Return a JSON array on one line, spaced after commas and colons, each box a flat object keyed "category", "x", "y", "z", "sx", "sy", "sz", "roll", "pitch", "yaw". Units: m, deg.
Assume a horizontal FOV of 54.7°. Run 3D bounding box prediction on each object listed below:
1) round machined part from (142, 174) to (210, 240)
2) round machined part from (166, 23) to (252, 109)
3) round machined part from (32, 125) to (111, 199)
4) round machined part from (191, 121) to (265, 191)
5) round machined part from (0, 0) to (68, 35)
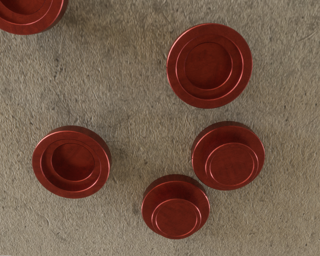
[{"category": "round machined part", "x": 0.023, "y": 0.119, "z": 0.445, "sx": 0.099, "sy": 0.042, "sz": 0.097, "roll": 0, "pitch": 110, "yaw": 0}, {"category": "round machined part", "x": 0.056, "y": -0.076, "z": 0.373, "sx": 0.099, "sy": 0.042, "sz": 0.097, "roll": 0, "pitch": 110, "yaw": 0}, {"category": "round machined part", "x": -0.114, "y": 0.042, "z": 0.415, "sx": 0.099, "sy": 0.042, "sz": 0.097, "roll": 0, "pitch": 110, "yaw": 0}, {"category": "round machined part", "x": 0.092, "y": 0.043, "z": 0.417, "sx": 0.099, "sy": 0.042, "sz": 0.097, "roll": 0, "pitch": 110, "yaw": 0}, {"category": "round machined part", "x": -0.150, "y": -0.155, "z": 0.342, "sx": 0.099, "sy": 0.042, "sz": 0.097, "roll": 0, "pitch": 110, "yaw": 0}]
